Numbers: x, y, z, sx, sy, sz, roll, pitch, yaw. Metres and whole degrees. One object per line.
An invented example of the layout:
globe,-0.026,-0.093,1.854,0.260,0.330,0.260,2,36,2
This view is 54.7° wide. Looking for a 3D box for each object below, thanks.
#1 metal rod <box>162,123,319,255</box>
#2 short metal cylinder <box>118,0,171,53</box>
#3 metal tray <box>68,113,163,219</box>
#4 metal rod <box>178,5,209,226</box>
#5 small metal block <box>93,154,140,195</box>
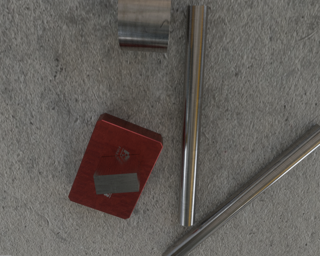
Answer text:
metal rod,0.115,0.105,0.449,0.025,0.025,0.299,42,105,-14
short metal cylinder,-0.015,-0.123,0.335,0.050,0.080,0.079,3,110,-1
metal tray,-0.061,0.055,0.427,0.090,0.030,0.129,22,109,-8
metal rod,0.041,-0.001,0.409,0.025,0.025,0.298,1,110,-1
small metal block,-0.051,0.056,0.384,0.050,0.050,0.025,-4,110,1
